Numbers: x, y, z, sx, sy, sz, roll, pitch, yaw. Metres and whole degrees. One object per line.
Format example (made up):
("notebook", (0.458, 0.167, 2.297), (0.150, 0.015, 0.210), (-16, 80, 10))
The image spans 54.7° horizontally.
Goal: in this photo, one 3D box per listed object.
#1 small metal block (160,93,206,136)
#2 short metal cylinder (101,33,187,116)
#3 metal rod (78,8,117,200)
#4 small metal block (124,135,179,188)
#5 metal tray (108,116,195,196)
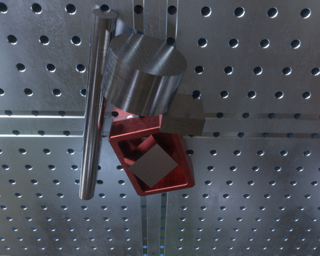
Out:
("small metal block", (0.026, -0.018, 0.380), (0.050, 0.050, 0.025), (5, 129, -5))
("short metal cylinder", (-0.018, -0.057, 0.327), (0.081, 0.080, 0.050), (13, 129, -12))
("metal rod", (-0.087, -0.005, 0.406), (0.025, 0.025, 0.298), (9, 130, -8))
("small metal block", (-0.012, 0.046, 0.423), (0.050, 0.025, 0.050), (-41, 122, 4))
("metal tray", (-0.007, 0.041, 0.443), (0.090, 0.030, 0.129), (-12, 129, 10))
